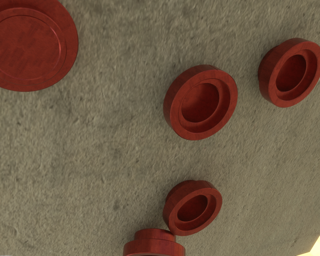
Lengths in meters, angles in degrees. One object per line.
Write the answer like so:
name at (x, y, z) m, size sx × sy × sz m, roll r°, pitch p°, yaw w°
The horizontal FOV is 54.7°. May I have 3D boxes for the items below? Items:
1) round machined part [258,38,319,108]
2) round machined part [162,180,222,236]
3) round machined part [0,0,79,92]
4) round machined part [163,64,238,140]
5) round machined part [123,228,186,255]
round machined part at (0.182, -0.082, 0.447) m, size 0.099 × 0.042 × 0.097 m, roll -14°, pitch 125°, yaw -21°
round machined part at (0.048, 0.123, 0.501) m, size 0.099 × 0.042 × 0.097 m, roll -14°, pitch 124°, yaw -21°
round machined part at (-0.124, -0.077, 0.281) m, size 0.099 × 0.042 × 0.097 m, roll -14°, pitch 125°, yaw -21°
round machined part at (0.048, -0.036, 0.402) m, size 0.099 × 0.042 × 0.097 m, roll -14°, pitch 125°, yaw -21°
round machined part at (-0.008, 0.192, 0.493) m, size 0.099 × 0.042 × 0.097 m, roll 2°, pitch 142°, yaw 2°
